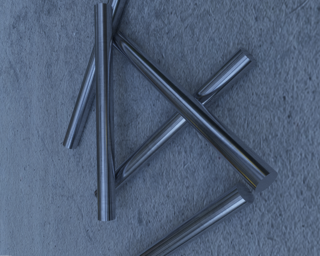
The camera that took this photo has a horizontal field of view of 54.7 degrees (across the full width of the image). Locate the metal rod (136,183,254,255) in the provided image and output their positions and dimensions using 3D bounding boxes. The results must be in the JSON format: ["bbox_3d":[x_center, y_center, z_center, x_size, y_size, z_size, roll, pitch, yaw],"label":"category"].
[{"bbox_3d":[0.000,0.160,0.405,0.299,0.025,0.025,-45,63,30],"label":"metal rod"}]

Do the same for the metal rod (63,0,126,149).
[{"bbox_3d":[-0.100,-0.101,0.487,0.025,0.025,0.298,35,112,34],"label":"metal rod"}]

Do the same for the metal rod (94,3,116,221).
[{"bbox_3d":[-0.077,-0.023,0.435,0.025,0.025,0.298,-3,88,40],"label":"metal rod"}]

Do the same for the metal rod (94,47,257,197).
[{"bbox_3d":[0.002,0.013,0.403,0.299,0.025,0.025,-44,64,31],"label":"metal rod"}]

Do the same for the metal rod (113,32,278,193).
[{"bbox_3d":[0.016,-0.041,0.361,0.300,0.025,0.025,49,120,39],"label":"metal rod"}]
